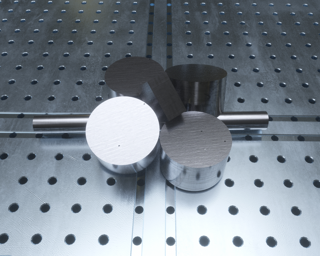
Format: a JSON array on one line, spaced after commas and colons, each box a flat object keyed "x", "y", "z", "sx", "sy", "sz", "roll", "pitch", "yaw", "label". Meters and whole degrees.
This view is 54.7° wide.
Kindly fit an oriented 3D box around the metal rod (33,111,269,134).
[{"x": -0.011, "y": -0.008, "z": 0.409, "sx": 0.302, "sy": 0.025, "sz": 0.025, "roll": -1, "pitch": 50, "yaw": -1, "label": "metal rod"}]

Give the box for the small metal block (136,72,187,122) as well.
[{"x": 0.000, "y": -0.035, "z": 0.370, "sx": 0.025, "sy": 0.050, "sz": 0.050, "roll": -32, "pitch": 99, "yaw": -17, "label": "small metal block"}]

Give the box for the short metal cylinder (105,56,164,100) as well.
[{"x": -0.033, "y": -0.055, "z": 0.432, "sx": 0.081, "sy": 0.050, "sz": 0.080, "roll": 0, "pitch": 50, "yaw": 0, "label": "short metal cylinder"}]

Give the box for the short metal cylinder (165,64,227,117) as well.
[{"x": 0.047, "y": -0.050, "z": 0.412, "sx": 0.081, "sy": 0.050, "sz": 0.080, "roll": 0, "pitch": 27, "yaw": 0, "label": "short metal cylinder"}]

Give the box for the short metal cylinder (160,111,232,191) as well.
[{"x": 0.040, "y": 0.026, "z": 0.364, "sx": 0.081, "sy": 0.050, "sz": 0.080, "roll": 0, "pitch": 50, "yaw": 0, "label": "short metal cylinder"}]

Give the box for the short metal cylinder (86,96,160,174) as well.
[{"x": -0.041, "y": 0.010, "z": 0.362, "sx": 0.081, "sy": 0.050, "sz": 0.080, "roll": 0, "pitch": 70, "yaw": -1, "label": "short metal cylinder"}]
